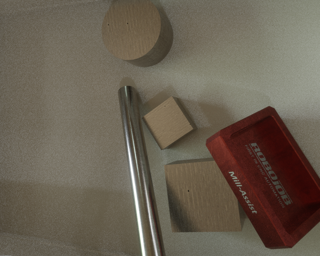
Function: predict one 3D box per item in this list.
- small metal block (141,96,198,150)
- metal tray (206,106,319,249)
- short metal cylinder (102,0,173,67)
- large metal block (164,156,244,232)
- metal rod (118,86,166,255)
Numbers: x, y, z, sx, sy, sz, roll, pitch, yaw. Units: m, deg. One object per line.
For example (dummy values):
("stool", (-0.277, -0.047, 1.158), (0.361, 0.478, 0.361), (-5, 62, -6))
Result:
("small metal block", (0.013, -0.006, 0.405), (0.050, 0.025, 0.050), (-35, 79, 16))
("metal tray", (0.119, 0.049, 0.335), (0.130, 0.091, 0.030), (61, 149, 10))
("short metal cylinder", (-0.028, -0.124, 0.406), (0.080, 0.050, 0.079), (0, 90, 19))
("large metal block", (0.056, 0.079, 0.377), (0.080, 0.050, 0.080), (-8, 88, 19))
("metal rod", (-0.019, 0.074, 0.349), (0.025, 0.025, 0.299), (-24, 56, 18))
